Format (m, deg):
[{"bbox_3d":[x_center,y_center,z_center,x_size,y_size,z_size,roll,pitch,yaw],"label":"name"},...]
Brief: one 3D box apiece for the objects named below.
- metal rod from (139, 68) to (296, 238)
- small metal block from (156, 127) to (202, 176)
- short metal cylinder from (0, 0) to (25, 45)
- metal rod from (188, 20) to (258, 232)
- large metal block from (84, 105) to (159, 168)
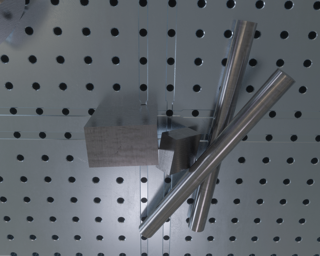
[{"bbox_3d":[0.059,0.049,0.407,0.025,0.025,0.298,32,116,-11],"label":"metal rod"},{"bbox_3d":[0.025,0.030,0.410,0.050,0.025,0.050,-11,119,-45],"label":"small metal block"},{"bbox_3d":[-0.194,-0.128,0.335,0.050,0.080,0.080,37,106,-13],"label":"short metal cylinder"},{"bbox_3d":[0.079,0.011,0.418,0.025,0.025,0.298,9,110,-3],"label":"metal rod"},{"bbox_3d":[-0.043,0.007,0.386,0.080,0.080,0.050,-2,110,1],"label":"large metal block"}]
